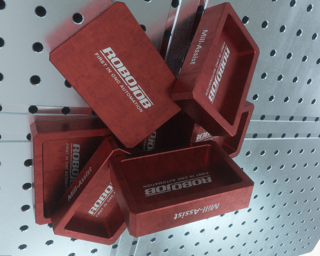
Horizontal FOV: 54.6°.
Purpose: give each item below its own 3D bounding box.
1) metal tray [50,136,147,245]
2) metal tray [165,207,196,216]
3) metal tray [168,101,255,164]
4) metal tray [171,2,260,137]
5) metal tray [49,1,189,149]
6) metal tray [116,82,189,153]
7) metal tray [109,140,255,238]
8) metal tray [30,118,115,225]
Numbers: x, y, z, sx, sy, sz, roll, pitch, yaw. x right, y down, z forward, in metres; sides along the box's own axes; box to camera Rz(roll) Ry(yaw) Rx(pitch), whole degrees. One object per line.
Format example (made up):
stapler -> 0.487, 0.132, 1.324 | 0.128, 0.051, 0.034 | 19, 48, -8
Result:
metal tray -> -0.062, 0.082, 0.385 | 0.090, 0.030, 0.130 | 30, 102, -38
metal tray -> 0.040, 0.098, 0.447 | 0.090, 0.030, 0.130 | -26, 161, -12
metal tray -> 0.072, 0.011, 0.430 | 0.131, 0.030, 0.089 | -16, 127, -40
metal tray -> 0.070, -0.066, 0.361 | 0.090, 0.030, 0.130 | 38, 64, -38
metal tray -> -0.039, -0.053, 0.331 | 0.090, 0.030, 0.130 | -39, 114, -2
metal tray -> -0.011, 0.007, 0.405 | 0.091, 0.030, 0.129 | -6, 119, -28
metal tray -> 0.020, 0.057, 0.331 | 0.131, 0.090, 0.030 | -9, 122, -19
metal tray -> -0.108, 0.053, 0.382 | 0.091, 0.030, 0.129 | -5, 120, -27
